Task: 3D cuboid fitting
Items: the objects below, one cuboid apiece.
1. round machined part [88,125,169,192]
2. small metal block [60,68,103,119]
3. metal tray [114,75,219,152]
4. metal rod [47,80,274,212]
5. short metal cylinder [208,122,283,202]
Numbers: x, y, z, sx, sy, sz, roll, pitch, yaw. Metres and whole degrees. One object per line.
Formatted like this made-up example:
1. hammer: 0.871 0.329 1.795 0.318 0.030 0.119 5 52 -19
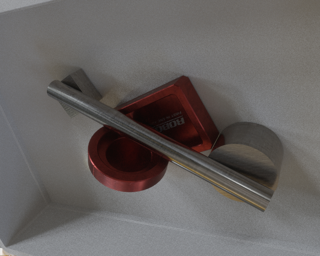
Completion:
1. round machined part: -0.040 0.039 0.386 0.098 0.098 0.042 25 135 12
2. small metal block: -0.119 -0.048 0.437 0.050 0.025 0.050 -24 106 36
3. metal tray: -0.002 -0.002 0.401 0.130 0.030 0.090 -21 108 35
4. metal rod: -0.015 0.011 0.367 0.301 0.025 0.025 27 128 19
5. short metal cylinder: 0.099 0.040 0.362 0.080 0.050 0.079 13 124 20
